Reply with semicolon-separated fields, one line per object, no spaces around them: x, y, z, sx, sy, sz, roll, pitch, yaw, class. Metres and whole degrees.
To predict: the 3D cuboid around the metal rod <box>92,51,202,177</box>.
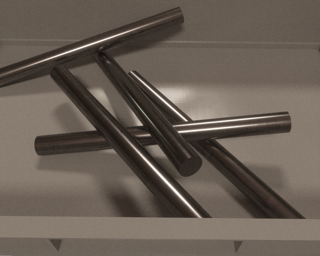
-0.036;-0.044;0.401;0.025;0.025;0.300;-21;41;-17;metal rod

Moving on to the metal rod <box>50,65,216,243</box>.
-0.052;0.006;0.349;0.025;0.025;0.300;-30;51;-23;metal rod

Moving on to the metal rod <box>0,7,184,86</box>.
-0.108;-0.124;0.472;0.302;0.025;0.025;-20;53;-3;metal rod

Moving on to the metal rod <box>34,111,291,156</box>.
0.000;0.008;0.373;0.302;0.025;0.025;-6;50;4;metal rod

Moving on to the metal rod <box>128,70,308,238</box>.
0.050;0.014;0.393;0.025;0.025;0.300;-31;57;-24;metal rod
